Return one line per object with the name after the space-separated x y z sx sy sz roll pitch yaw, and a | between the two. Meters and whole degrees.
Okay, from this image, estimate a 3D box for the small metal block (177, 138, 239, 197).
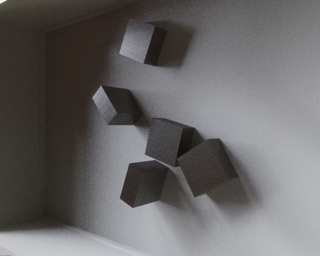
0.055 0.046 0.360 0.050 0.025 0.050 -37 68 33 | small metal block

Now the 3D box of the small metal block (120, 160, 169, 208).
-0.020 0.072 0.405 0.025 0.050 0.050 26 106 37 | small metal block

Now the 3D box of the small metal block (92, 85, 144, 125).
-0.059 -0.031 0.437 0.025 0.050 0.050 -47 62 30 | small metal block

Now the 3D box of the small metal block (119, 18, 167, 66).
-0.024 -0.117 0.424 0.050 0.025 0.050 30 108 35 | small metal block

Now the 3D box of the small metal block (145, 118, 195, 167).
0.012 0.017 0.396 0.050 0.025 0.050 19 102 38 | small metal block
